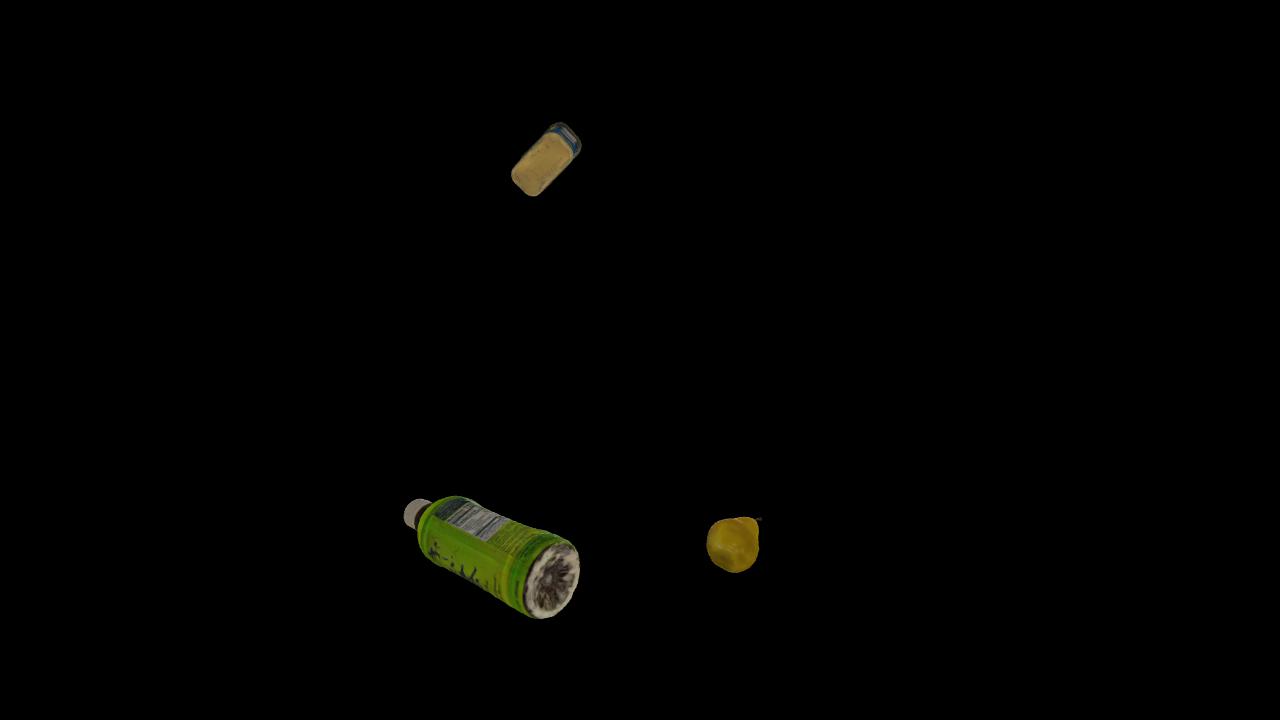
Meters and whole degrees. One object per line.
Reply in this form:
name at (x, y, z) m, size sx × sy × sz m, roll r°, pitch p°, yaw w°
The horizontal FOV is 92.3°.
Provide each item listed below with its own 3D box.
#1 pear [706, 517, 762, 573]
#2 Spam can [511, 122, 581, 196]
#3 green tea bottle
pear at (0.150, 0.266, 0.940) m, size 0.080 × 0.080 × 0.111 m, roll 0°, pitch 30°, yaw 34°
Spam can at (-0.139, -0.297, 0.912) m, size 0.101 × 0.058 × 0.085 m, roll -40°, pitch 20°, yaw 19°
green tea bottle at (-0.152, 0.172, 0.581) m, size 0.212 × 0.073 × 0.073 m, roll 11°, pitch 7°, yaw 39°
